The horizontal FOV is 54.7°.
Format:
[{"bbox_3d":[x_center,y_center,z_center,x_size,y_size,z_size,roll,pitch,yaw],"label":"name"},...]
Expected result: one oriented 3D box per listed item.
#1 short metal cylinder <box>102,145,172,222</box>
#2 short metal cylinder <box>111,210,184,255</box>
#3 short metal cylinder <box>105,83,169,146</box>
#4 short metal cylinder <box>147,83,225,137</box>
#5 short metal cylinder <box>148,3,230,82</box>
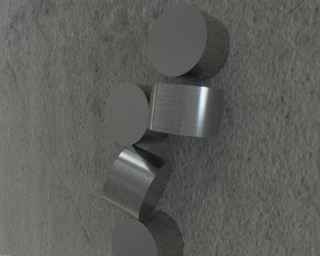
[{"bbox_3d":[-0.026,0.067,0.381,0.050,0.080,0.079,24,106,18],"label":"short metal cylinder"},{"bbox_3d":[-0.017,0.151,0.401,0.080,0.050,0.079,0,90,39],"label":"short metal cylinder"},{"bbox_3d":[-0.027,-0.018,0.409,0.080,0.050,0.079,0,90,39],"label":"short metal cylinder"},{"bbox_3d":[0.028,-0.021,0.344,0.080,0.081,0.050,11,97,39],"label":"short metal cylinder"},{"bbox_3d":[0.033,-0.097,0.360,0.080,0.050,0.079,0,90,39],"label":"short metal cylinder"}]
